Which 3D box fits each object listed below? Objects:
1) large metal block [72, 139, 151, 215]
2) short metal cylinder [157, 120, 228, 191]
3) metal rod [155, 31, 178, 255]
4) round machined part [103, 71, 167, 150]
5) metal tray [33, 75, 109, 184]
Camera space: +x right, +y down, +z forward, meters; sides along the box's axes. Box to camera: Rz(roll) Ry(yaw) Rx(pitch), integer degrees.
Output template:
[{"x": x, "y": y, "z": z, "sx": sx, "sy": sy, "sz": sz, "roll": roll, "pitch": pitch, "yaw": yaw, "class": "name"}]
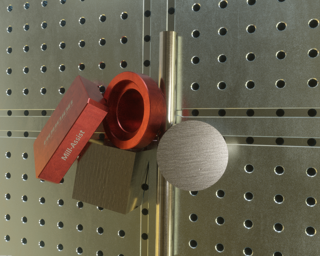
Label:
[{"x": -0.065, "y": 0.062, "z": 0.422, "sx": 0.080, "sy": 0.050, "sz": 0.079, "roll": 11, "pitch": 94, "yaw": 19, "class": "large metal block"}, {"x": 0.036, "y": 0.031, "z": 0.372, "sx": 0.081, "sy": 0.050, "sz": 0.079, "roll": 0, "pitch": 90, "yaw": 0, "class": "short metal cylinder"}, {"x": 0.009, "y": 0.024, "z": 0.410, "sx": 0.025, "sy": 0.025, "sz": 0.298, "roll": 1, "pitch": 90, "yaw": 20, "class": "metal rod"}, {"x": -0.030, "y": -0.022, "z": 0.400, "sx": 0.098, "sy": 0.042, "sz": 0.097, "roll": -1, "pitch": 88, "yaw": 45, "class": "round machined part"}, {"x": -0.127, "y": 0.000, "z": 0.429, "sx": 0.130, "sy": 0.030, "sz": 0.090, "roll": -53, "pitch": 36, "yaw": 12, "class": "metal tray"}]
